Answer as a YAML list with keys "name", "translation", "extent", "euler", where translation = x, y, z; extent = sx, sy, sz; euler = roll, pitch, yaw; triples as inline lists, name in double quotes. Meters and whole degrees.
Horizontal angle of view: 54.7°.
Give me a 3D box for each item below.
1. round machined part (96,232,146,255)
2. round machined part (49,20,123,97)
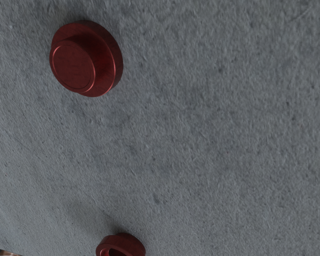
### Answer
- name: "round machined part"
  translation: [-0.066, 0.234, 0.573]
  extent: [0.098, 0.042, 0.097]
  euler: [13, 124, 20]
- name: "round machined part"
  translation: [-0.100, -0.083, 0.395]
  extent: [0.098, 0.042, 0.097]
  euler: [13, 124, 20]
